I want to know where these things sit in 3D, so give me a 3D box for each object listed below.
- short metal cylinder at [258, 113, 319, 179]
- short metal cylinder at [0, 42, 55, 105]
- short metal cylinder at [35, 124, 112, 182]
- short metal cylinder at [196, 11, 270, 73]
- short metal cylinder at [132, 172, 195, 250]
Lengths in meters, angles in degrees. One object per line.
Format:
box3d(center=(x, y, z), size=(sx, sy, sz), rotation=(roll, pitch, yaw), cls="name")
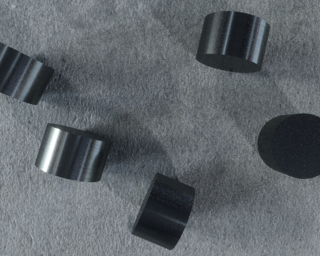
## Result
box3d(center=(0.174, 0.022, 0.400), size=(0.081, 0.050, 0.079), rotation=(0, 90, -1), cls="short metal cylinder")
box3d(center=(-0.179, -0.068, 0.380), size=(0.080, 0.080, 0.050), rotation=(27, 90, -1), cls="short metal cylinder")
box3d(center=(-0.105, 0.029, 0.381), size=(0.080, 0.080, 0.050), rotation=(17, 90, -1), cls="short metal cylinder")
box3d(center=(0.090, -0.104, 0.384), size=(0.080, 0.080, 0.050), rotation=(12, 90, -1), cls="short metal cylinder")
box3d(center=(0.004, 0.102, 0.383), size=(0.050, 0.080, 0.080), rotation=(23, 90, -1), cls="short metal cylinder")
